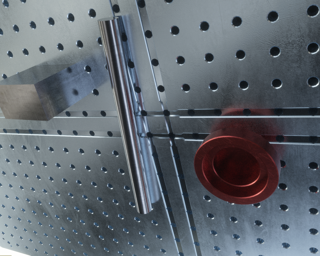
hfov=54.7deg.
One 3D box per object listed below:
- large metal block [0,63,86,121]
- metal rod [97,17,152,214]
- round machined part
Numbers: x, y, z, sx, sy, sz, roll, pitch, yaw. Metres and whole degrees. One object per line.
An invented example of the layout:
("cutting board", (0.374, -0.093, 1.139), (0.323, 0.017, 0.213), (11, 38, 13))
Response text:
("large metal block", (-0.166, -0.052, 0.431), (0.080, 0.080, 0.050), (3, 120, 27))
("metal rod", (-0.043, 0.002, 0.434), (0.025, 0.025, 0.298), (7, 122, 25))
("round machined part", (0.094, 0.042, 0.376), (0.098, 0.042, 0.097), (13, 124, 21))
